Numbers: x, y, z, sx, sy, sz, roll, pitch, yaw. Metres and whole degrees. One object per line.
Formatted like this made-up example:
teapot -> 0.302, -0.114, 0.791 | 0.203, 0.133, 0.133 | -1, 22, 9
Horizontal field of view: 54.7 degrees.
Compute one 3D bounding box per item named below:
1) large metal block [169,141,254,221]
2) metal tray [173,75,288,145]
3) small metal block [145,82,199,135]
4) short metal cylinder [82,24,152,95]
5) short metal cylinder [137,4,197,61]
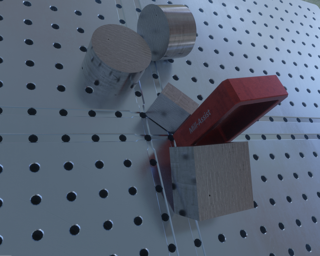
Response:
large metal block -> 0.062, 0.059, 0.371 | 0.081, 0.050, 0.080 | -3, 87, -30
metal tray -> 0.085, -0.014, 0.394 | 0.091, 0.129, 0.030 | -10, 65, -33
small metal block -> 0.015, -0.025, 0.415 | 0.050, 0.050, 0.025 | 36, 48, -4
short metal cylinder -> -0.058, -0.092, 0.416 | 0.081, 0.050, 0.080 | 14, 56, -21
short metal cylinder -> 0.009, -0.144, 0.465 | 0.050, 0.080, 0.080 | -16, 70, -35
